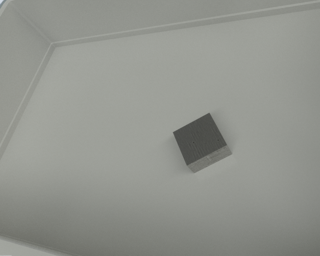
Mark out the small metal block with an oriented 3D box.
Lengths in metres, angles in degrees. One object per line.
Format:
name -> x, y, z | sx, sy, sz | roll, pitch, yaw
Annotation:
small metal block -> 0.050, 0.018, 0.368 | 0.050, 0.025, 0.050 | -29, 52, 9
